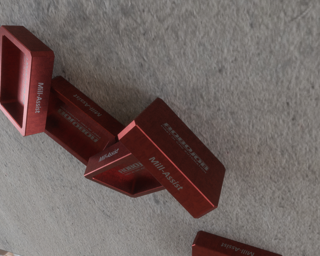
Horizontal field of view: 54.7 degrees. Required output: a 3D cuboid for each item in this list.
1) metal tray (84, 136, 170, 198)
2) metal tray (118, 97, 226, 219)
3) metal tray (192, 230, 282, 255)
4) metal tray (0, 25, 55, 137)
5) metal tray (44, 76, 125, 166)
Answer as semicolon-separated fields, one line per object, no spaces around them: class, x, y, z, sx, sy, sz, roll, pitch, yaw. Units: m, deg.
metal tray;-0.031;0.055;0.416;0.090;0.030;0.130;30;143;-28
metal tray;0.020;0.031;0.369;0.130;0.090;0.030;47;118;-5
metal tray;0.116;0.216;0.476;0.130;0.030;0.089;11;123;22
metal tray;-0.191;-0.065;0.433;0.090;0.030;0.129;39;126;28
metal tray;-0.123;-0.004;0.463;0.130;0.030;0.089;38;129;1
